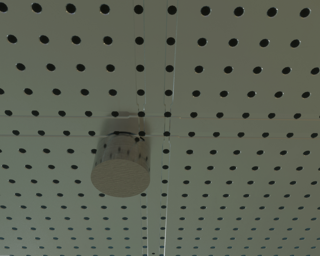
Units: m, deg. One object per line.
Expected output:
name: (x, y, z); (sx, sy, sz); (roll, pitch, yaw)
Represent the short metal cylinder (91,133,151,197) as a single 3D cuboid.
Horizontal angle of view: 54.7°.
short metal cylinder: (-0.054, 0.054, 0.441); (0.081, 0.050, 0.079); (-1, 130, 0)
